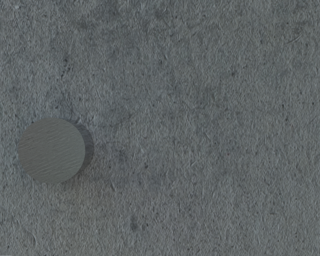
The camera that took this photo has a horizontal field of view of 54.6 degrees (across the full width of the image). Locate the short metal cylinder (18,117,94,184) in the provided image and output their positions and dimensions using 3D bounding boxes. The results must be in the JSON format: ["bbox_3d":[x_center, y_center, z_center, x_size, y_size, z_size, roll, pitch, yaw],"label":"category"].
[{"bbox_3d":[-0.130,0.027,0.397,0.080,0.050,0.080,0,90,0],"label":"short metal cylinder"}]
